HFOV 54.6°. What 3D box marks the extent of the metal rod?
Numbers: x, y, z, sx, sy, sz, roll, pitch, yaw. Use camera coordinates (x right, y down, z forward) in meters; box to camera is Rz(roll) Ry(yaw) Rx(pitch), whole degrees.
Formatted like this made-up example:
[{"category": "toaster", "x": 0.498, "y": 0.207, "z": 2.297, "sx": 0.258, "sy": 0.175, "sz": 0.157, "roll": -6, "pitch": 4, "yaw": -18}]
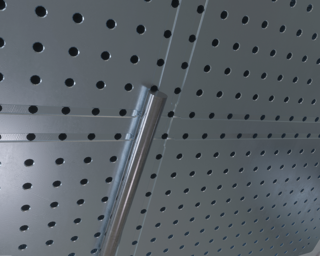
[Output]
[{"category": "metal rod", "x": -0.047, "y": 0.088, "z": 0.439, "sx": 0.025, "sy": 0.025, "sz": 0.298, "roll": 5, "pitch": 116, "yaw": -31}]
